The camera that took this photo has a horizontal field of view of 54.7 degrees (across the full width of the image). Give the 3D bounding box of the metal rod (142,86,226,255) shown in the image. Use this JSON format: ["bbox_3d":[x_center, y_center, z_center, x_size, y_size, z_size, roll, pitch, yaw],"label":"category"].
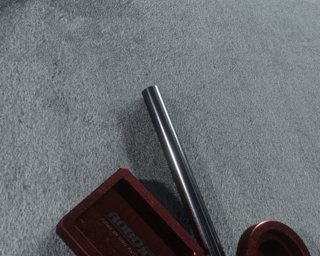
[{"bbox_3d":[0.036,0.079,0.376,0.025,0.025,0.299,-7,65,-32],"label":"metal rod"}]

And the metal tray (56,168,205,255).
[{"bbox_3d":[-0.027,0.116,0.315,0.130,0.030,0.091,46,51,4],"label":"metal tray"}]

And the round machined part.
[{"bbox_3d":[0.130,0.163,0.365,0.099,0.042,0.098,14,56,-21],"label":"round machined part"}]
